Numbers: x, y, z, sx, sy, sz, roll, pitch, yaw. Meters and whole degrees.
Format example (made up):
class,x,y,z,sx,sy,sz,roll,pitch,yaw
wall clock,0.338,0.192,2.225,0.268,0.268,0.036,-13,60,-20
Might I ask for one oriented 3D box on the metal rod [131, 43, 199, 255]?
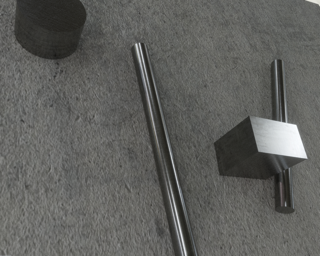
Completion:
class,x,y,z,sx,sy,sz,roll,pitch,yaw
metal rod,0.000,0.014,0.395,0.025,0.025,0.299,1,61,-28

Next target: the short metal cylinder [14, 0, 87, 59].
class,x,y,z,sx,sy,sz,roll,pitch,yaw
short metal cylinder,-0.140,-0.135,0.395,0.081,0.050,0.080,14,56,-21

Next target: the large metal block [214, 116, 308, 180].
class,x,y,z,sx,sy,sz,roll,pitch,yaw
large metal block,0.133,0.030,0.422,0.081,0.080,0.050,9,58,-24

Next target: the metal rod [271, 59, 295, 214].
class,x,y,z,sx,sy,sz,roll,pitch,yaw
metal rod,0.201,-0.005,0.514,0.025,0.025,0.300,24,53,-14
